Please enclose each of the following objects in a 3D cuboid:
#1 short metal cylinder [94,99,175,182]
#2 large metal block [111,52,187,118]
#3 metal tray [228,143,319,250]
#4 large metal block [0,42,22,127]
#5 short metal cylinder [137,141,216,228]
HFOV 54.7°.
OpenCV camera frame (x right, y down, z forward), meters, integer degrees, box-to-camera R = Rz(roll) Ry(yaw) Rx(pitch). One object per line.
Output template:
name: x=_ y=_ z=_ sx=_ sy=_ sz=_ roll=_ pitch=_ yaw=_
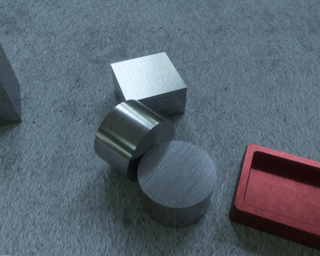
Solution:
short metal cylinder: x=-0.028 y=0.014 z=0.356 sx=0.050 sy=0.080 sz=0.080 roll=33 pitch=57 yaw=24
large metal block: x=-0.017 y=-0.055 z=0.433 sx=0.081 sy=0.050 sz=0.080 roll=-16 pitch=52 yaw=-13
metal tray: x=0.150 y=0.075 z=0.337 sx=0.130 sy=0.030 sz=0.090 roll=16 pitch=52 yaw=13
large metal block: x=-0.226 y=-0.057 z=0.413 sx=0.050 sy=0.080 sz=0.080 roll=-14 pitch=52 yaw=-12
short metal cylinder: x=0.017 y=0.061 z=0.336 sx=0.081 sy=0.050 sz=0.080 roll=0 pitch=50 yaw=0
